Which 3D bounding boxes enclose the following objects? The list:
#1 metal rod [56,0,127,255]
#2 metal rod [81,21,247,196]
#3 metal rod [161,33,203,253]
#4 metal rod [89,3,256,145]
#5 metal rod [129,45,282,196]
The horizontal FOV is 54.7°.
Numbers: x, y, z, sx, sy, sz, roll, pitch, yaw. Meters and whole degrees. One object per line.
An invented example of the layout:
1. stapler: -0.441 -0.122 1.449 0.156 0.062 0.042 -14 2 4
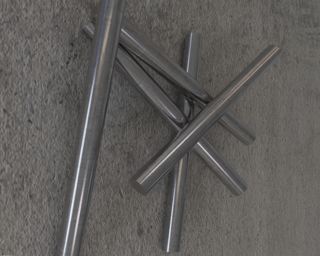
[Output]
1. metal rod: -0.072 0.014 0.309 0.025 0.025 0.298 7 97 -40
2. metal rod: 0.019 -0.013 0.393 0.300 0.025 0.025 46 62 -21
3. metal rod: 0.032 0.016 0.430 0.025 0.025 0.298 11 83 -40
4. metal rod: 0.038 -0.053 0.402 0.301 0.025 0.025 34 69 -35
5. metal rod: 0.075 -0.026 0.400 0.301 0.025 0.025 -42 116 -28
